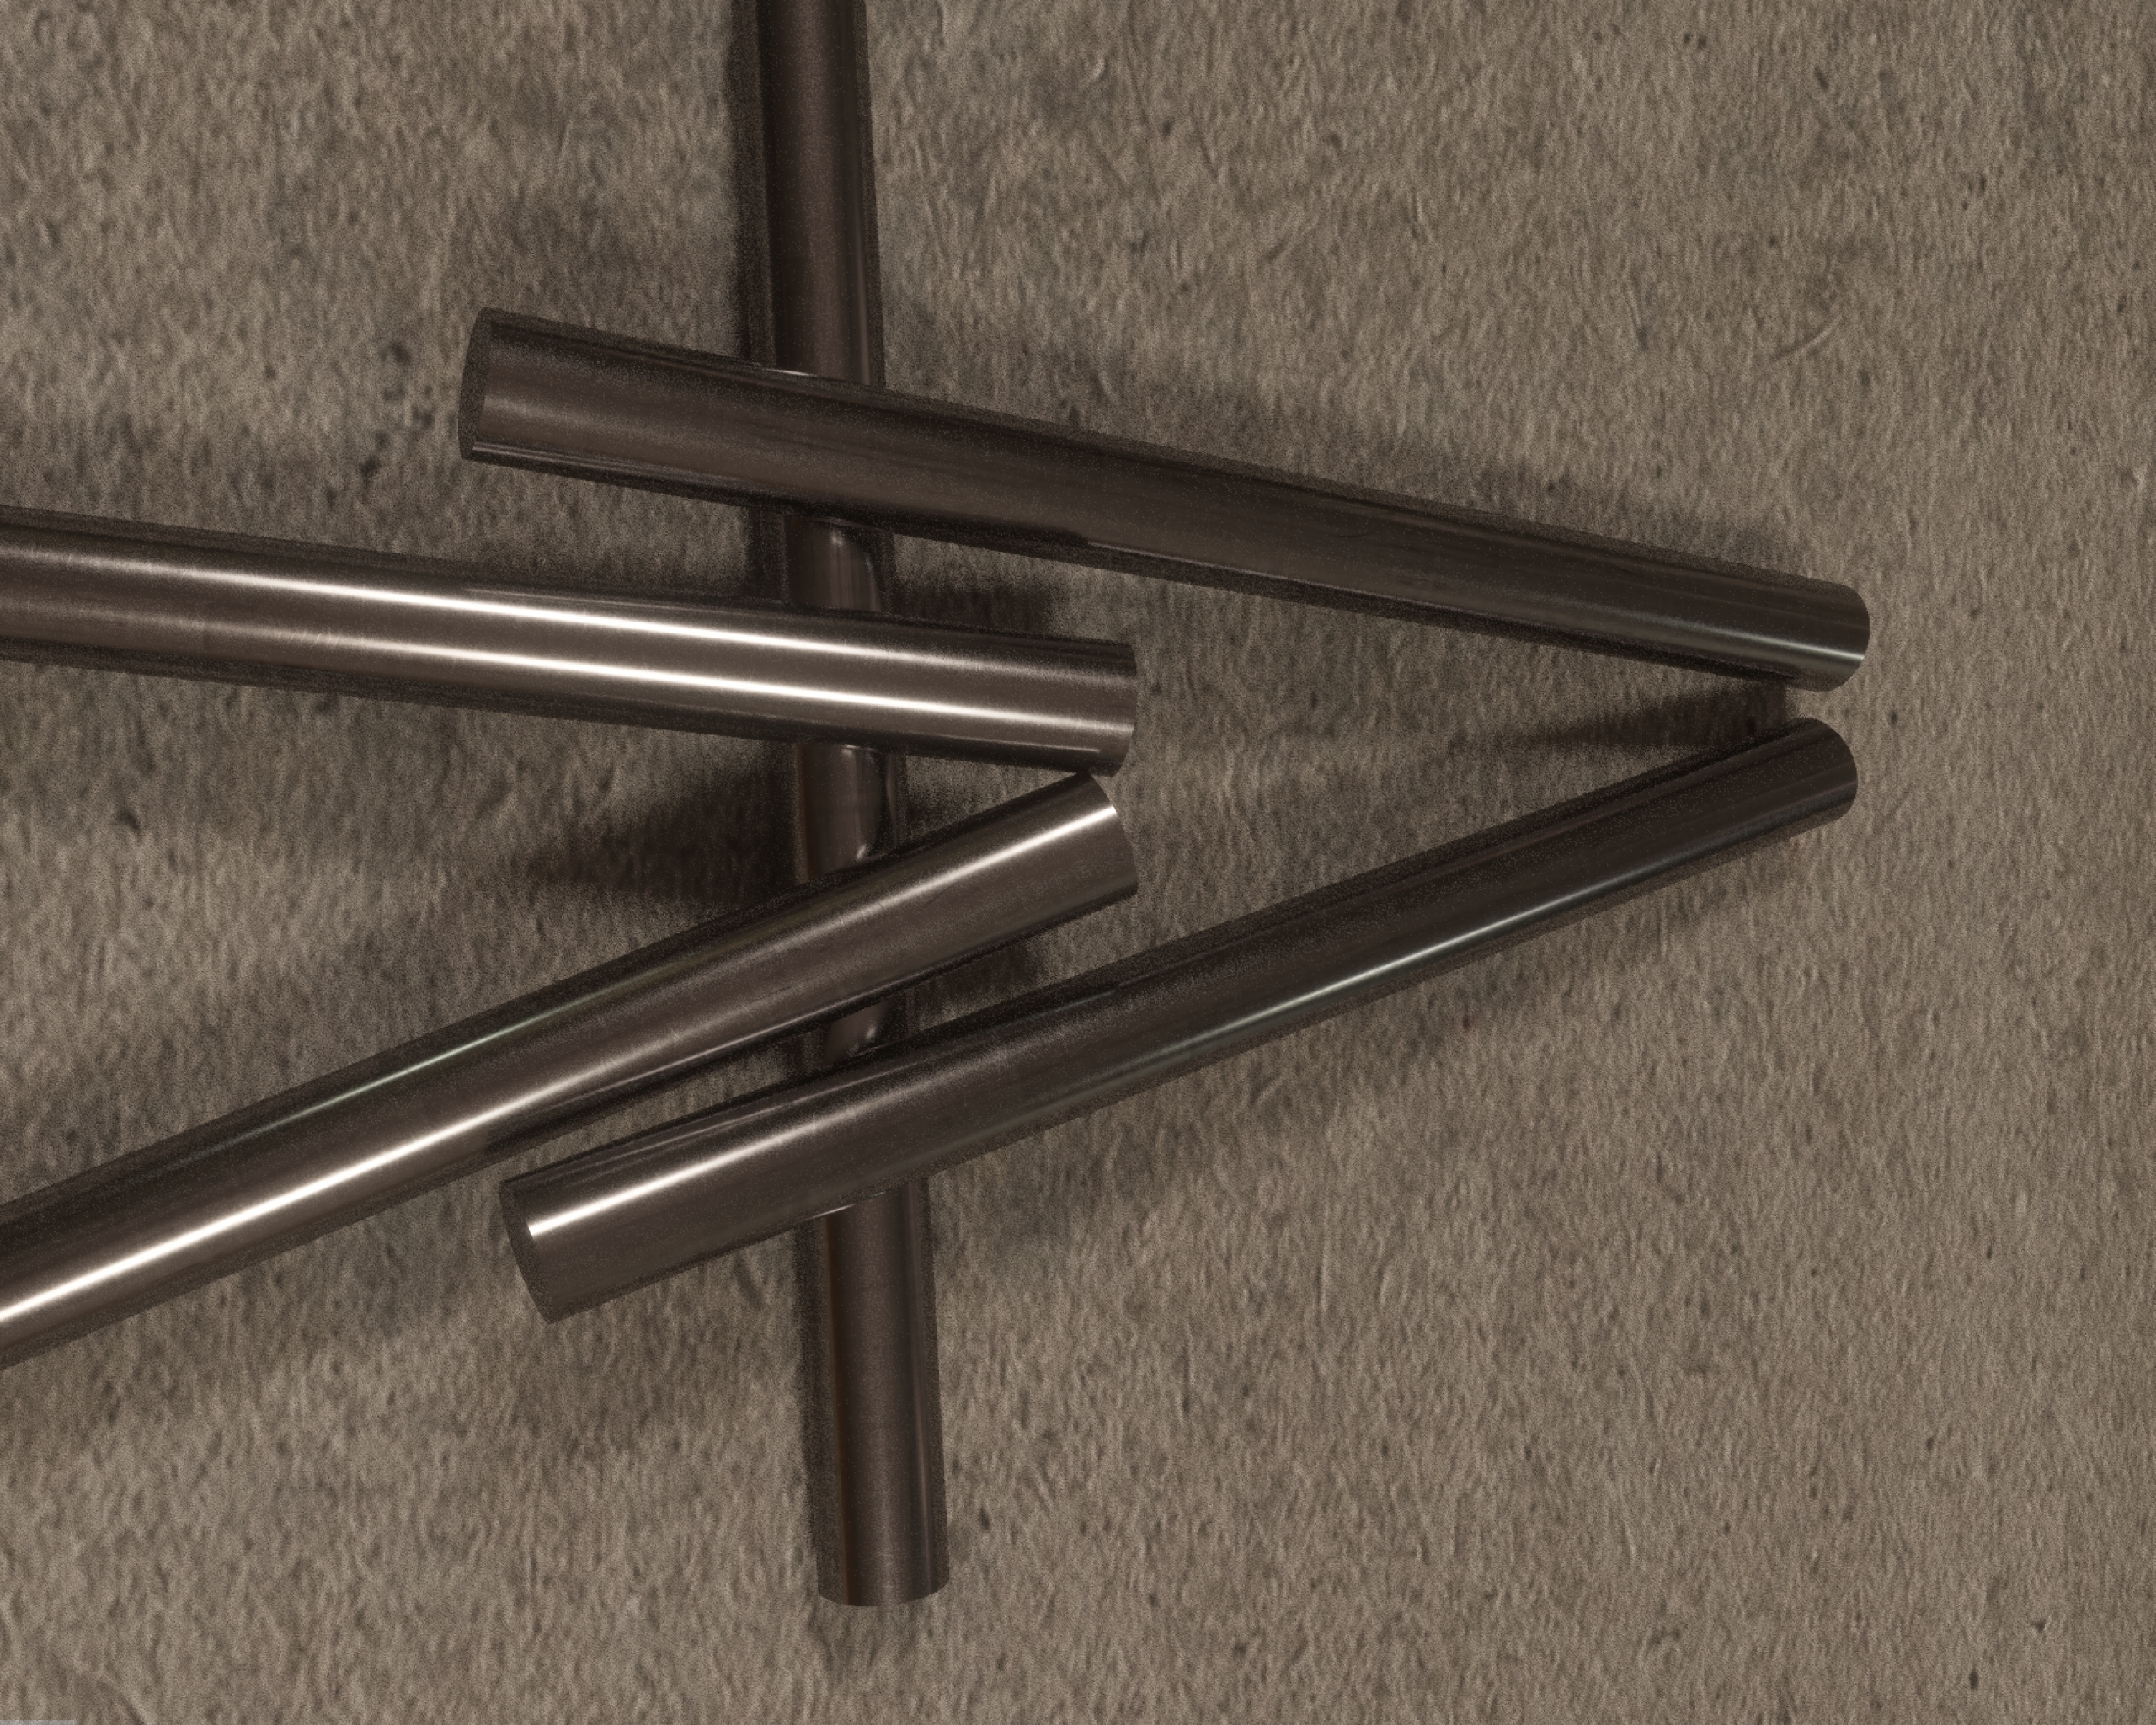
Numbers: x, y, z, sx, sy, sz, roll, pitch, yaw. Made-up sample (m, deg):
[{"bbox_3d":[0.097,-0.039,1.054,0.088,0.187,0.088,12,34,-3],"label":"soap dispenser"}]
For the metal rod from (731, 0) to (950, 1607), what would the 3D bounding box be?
[{"bbox_3d":[-0.045,-0.012,0.394,0.025,0.025,0.298,-3,91,-20],"label":"metal rod"}]

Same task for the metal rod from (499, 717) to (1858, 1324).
[{"bbox_3d":[0.038,0.022,0.409,0.302,0.025,0.025,-18,97,-26],"label":"metal rod"}]

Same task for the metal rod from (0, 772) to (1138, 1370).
[{"bbox_3d":[-0.130,0.051,0.348,0.302,0.025,0.025,-22,98,-14],"label":"metal rod"}]

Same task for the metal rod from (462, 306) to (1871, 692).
[{"bbox_3d":[0.036,-0.065,0.407,0.302,0.025,0.025,6,88,-27],"label":"metal rod"}]

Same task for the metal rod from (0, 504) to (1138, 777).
[{"bbox_3d":[-0.138,-0.042,0.344,0.302,0.025,0.025,5,88,-15],"label":"metal rod"}]
